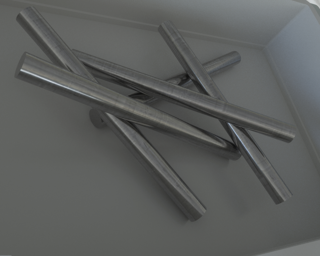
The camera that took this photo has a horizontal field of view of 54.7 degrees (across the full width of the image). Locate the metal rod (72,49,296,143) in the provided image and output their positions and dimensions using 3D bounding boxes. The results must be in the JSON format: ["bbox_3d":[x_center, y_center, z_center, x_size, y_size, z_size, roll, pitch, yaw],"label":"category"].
[{"bbox_3d":[0.030,-0.040,0.399,0.302,0.025,0.025,19,54,-3],"label":"metal rod"}]

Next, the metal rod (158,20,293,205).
[{"bbox_3d":[0.084,-0.031,0.435,0.025,0.025,0.299,-21,73,-36],"label":"metal rod"}]

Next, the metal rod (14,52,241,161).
[{"bbox_3d":[-0.007,-0.010,0.357,0.302,0.025,0.025,21,52,-35],"label":"metal rod"}]

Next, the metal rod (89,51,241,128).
[{"bbox_3d":[0.028,-0.068,0.462,0.302,0.025,0.025,-28,78,-37],"label":"metal rod"}]

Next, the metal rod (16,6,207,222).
[{"bbox_3d":[-0.051,-0.011,0.355,0.300,0.025,0.025,50,51,-5],"label":"metal rod"}]
